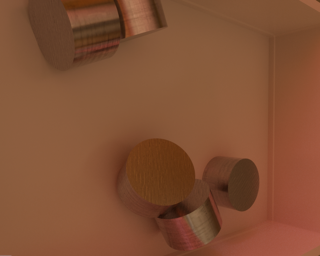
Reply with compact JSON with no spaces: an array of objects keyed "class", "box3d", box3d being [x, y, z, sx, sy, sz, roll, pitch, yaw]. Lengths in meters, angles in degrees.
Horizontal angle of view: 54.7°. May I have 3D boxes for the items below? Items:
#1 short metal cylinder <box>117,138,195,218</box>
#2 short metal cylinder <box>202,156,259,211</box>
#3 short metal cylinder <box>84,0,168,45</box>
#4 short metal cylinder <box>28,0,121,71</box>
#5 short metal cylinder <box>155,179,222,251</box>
[{"class":"short metal cylinder","box3d":[-0.006,0.059,0.364,0.081,0.050,0.080,10,57,-16]},{"class":"short metal cylinder","box3d":[0.112,0.086,0.487,0.081,0.050,0.079,0,90,-40]},{"class":"short metal cylinder","box3d":[-0.037,-0.125,0.341,0.081,0.080,0.050,-28,108,-37]},{"class":"short metal cylinder","box3d":[-0.084,-0.101,0.302,0.050,0.080,0.080,-28,108,-37]},{"class":"short metal cylinder","box3d":[0.034,0.110,0.402,0.081,0.080,0.050,-36,113,-34]}]
